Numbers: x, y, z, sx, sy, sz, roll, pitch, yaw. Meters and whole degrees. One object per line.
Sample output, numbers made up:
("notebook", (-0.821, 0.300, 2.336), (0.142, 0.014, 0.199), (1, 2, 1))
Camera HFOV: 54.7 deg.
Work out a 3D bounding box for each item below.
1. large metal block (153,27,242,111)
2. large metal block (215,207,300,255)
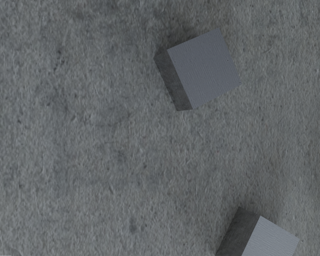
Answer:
("large metal block", (0.050, -0.077, 0.415), (0.081, 0.050, 0.080), (-28, 100, -18))
("large metal block", (0.141, 0.174, 0.450), (0.080, 0.050, 0.080), (33, 79, -18))
